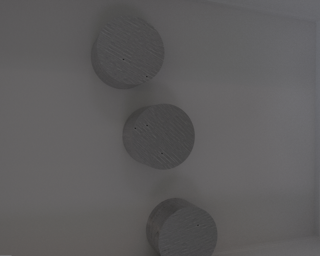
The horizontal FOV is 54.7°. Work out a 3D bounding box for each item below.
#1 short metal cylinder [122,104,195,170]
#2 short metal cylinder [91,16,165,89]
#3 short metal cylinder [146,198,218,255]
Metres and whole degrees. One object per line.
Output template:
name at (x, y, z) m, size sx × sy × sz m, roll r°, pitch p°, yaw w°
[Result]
short metal cylinder at (-0.003, 0.010, 0.396) m, size 0.081 × 0.050 × 0.080 m, roll 0°, pitch 90°, yaw -20°
short metal cylinder at (-0.041, -0.090, 0.382) m, size 0.081 × 0.050 × 0.080 m, roll 0°, pitch 90°, yaw -20°
short metal cylinder at (0.028, 0.138, 0.407) m, size 0.081 × 0.050 × 0.080 m, roll 0°, pitch 90°, yaw -20°
